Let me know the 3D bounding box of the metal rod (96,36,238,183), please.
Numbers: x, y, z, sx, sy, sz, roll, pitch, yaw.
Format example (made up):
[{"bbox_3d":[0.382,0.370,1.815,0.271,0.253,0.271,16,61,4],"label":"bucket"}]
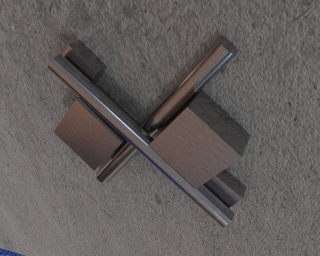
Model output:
[{"bbox_3d":[-0.011,-0.003,0.413,0.025,0.025,0.298,43,129,-2],"label":"metal rod"}]

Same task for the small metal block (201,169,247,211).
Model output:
[{"bbox_3d":[0.079,0.083,0.419,0.050,0.025,0.050,40,129,1],"label":"small metal block"}]

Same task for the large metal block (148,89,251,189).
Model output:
[{"bbox_3d":[0.047,0.015,0.376,0.080,0.050,0.080,43,129,-2],"label":"large metal block"}]

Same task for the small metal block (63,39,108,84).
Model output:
[{"bbox_3d":[-0.106,-0.080,0.416,0.050,0.025,0.050,44,129,-3],"label":"small metal block"}]

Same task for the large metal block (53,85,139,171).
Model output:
[{"bbox_3d":[-0.090,0.001,0.438,0.080,0.050,0.080,45,129,-3],"label":"large metal block"}]

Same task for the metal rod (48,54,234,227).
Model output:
[{"bbox_3d":[-0.023,0.017,0.398,0.300,0.025,0.025,43,129,-2],"label":"metal rod"}]
